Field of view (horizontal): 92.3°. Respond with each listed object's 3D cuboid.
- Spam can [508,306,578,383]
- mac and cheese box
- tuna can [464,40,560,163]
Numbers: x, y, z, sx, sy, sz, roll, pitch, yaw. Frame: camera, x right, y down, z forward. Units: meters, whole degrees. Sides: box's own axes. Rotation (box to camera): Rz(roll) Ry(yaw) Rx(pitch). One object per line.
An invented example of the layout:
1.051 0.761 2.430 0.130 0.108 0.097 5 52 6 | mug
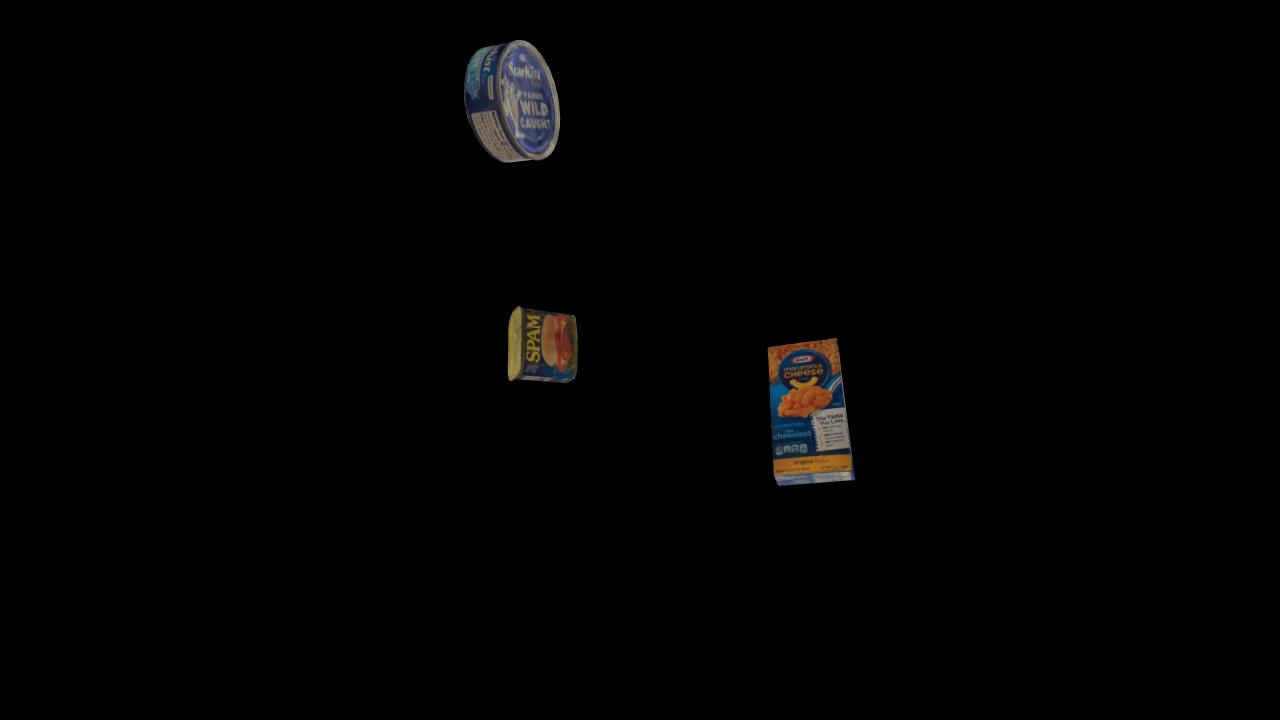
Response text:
-0.137 -0.019 0.867 0.085 0.101 0.058 6 -17 -28 | Spam can
0.212 0.063 0.775 0.093 0.184 0.041 -9 -34 20 | mac and cheese box
-0.095 -0.194 0.467 0.034 0.084 0.084 2 1 22 | tuna can
